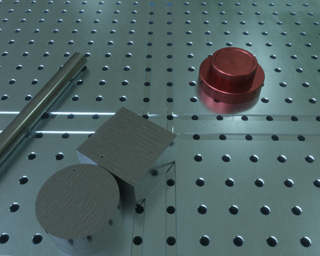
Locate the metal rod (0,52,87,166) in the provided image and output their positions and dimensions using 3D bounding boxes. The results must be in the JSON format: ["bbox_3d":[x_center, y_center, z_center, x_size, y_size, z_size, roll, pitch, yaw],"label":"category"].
[{"bbox_3d":[-0.182,-0.004,0.409,0.025,0.025,0.301,17,52,13],"label":"metal rod"}]

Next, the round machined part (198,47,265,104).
[{"bbox_3d":[0.109,-0.086,0.469,0.099,0.042,0.098,0,50,0],"label":"round machined part"}]

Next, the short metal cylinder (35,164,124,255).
[{"bbox_3d":[-0.080,0.084,0.320,0.081,0.050,0.080,0,50,0],"label":"short metal cylinder"}]

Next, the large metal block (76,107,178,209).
[{"bbox_3d":[-0.036,0.032,0.364,0.080,0.050,0.080,28,55,21],"label":"large metal block"}]
